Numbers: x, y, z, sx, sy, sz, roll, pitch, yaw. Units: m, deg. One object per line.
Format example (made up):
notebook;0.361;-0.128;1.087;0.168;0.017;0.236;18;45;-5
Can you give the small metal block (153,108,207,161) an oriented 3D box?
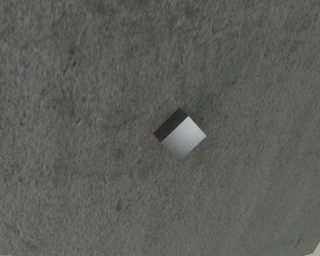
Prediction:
small metal block;0.028;0.009;0.427;0.050;0.025;0.050;-44;129;2
